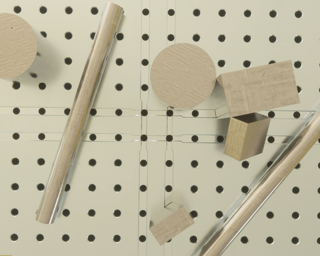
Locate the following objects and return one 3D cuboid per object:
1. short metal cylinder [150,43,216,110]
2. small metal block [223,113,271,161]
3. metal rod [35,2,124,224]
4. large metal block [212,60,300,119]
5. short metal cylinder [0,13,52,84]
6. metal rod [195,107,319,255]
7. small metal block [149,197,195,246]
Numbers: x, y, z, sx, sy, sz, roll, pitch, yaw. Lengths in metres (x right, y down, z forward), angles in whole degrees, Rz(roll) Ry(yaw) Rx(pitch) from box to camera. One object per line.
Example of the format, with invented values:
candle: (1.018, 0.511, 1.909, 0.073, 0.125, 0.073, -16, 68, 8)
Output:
short metal cylinder: (0.028, -0.064, 0.401, 0.081, 0.050, 0.080, 0, 90, 0)
small metal block: (0.111, 0.010, 0.393, 0.050, 0.025, 0.050, -12, 117, -39)
metal rod: (-0.107, -0.020, 0.412, 0.025, 0.025, 0.299, 18, 90, 0)
large metal block: (0.113, -0.044, 0.387, 0.080, 0.080, 0.050, -12, 90, 0)
short metal cylinder: (-0.188, -0.100, 0.399, 0.081, 0.050, 0.080, 0, 90, 0)
metal rod: (0.141, 0.078, 0.414, 0.025, 0.025, 0.300, 40, 90, 0)
small metal block: (0.015, 0.119, 0.401, 0.050, 0.050, 0.025, -34, 90, 0)
